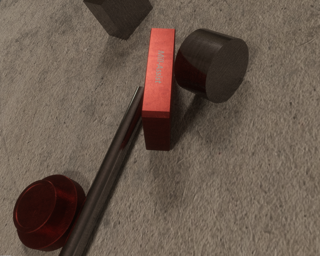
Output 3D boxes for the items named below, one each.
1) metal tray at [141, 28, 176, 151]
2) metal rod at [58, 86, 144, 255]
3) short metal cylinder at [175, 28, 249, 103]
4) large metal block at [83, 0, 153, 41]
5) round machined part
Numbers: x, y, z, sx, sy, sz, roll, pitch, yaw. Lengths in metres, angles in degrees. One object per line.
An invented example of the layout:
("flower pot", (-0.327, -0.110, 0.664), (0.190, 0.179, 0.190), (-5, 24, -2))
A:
("metal tray", (0.001, -0.047, 0.386), (0.030, 0.090, 0.130), (3, 60, 3))
("metal rod", (-0.075, 0.077, 0.394), (0.025, 0.025, 0.300), (9, 66, 32))
("short metal cylinder", (0.064, -0.077, 0.381), (0.050, 0.080, 0.080), (32, 80, 37))
("large metal block", (-0.070, -0.213, 0.534), (0.050, 0.080, 0.080), (28, 77, 37))
("round machined part", (-0.150, 0.106, 0.404), (0.098, 0.042, 0.098), (-13, 56, 20))
